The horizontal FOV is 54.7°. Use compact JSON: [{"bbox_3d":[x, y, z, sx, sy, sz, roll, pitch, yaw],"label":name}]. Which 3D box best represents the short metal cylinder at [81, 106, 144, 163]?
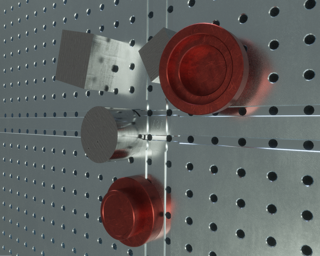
[{"bbox_3d":[-0.070,0.009,0.451,0.080,0.050,0.080,0,90,40],"label":"short metal cylinder"}]

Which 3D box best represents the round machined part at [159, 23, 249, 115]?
[{"bbox_3d":[0.051,-0.064,0.349,0.098,0.042,0.097,3,97,30],"label":"round machined part"}]

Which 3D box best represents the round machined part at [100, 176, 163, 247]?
[{"bbox_3d":[-0.046,0.118,0.437,0.098,0.042,0.097,0,90,40],"label":"round machined part"}]

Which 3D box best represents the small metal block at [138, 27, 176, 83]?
[{"bbox_3d":[0.005,-0.093,0.406,0.050,0.025,0.050,-34,69,34],"label":"small metal block"}]

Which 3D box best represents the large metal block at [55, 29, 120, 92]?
[{"bbox_3d":[-0.116,-0.106,0.489,0.080,0.050,0.079,20,103,38],"label":"large metal block"}]
